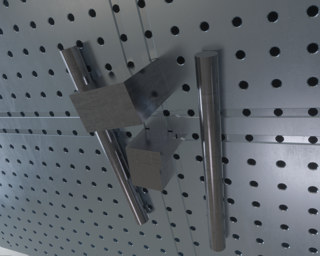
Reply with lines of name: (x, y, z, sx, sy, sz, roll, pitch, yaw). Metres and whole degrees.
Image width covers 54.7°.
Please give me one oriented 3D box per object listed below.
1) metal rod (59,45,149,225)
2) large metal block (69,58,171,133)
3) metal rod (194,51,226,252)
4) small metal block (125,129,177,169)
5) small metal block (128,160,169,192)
metal rod: (-0.076, 0.024, 0.465, 0.025, 0.025, 0.298, -5, 116, 30)
large metal block: (-0.046, -0.039, 0.375, 0.080, 0.080, 0.050, -8, 114, 31)
metal rod: (0.069, 0.050, 0.405, 0.025, 0.025, 0.298, 6, 121, 25)
small metal block: (-0.011, 0.027, 0.417, 0.050, 0.050, 0.025, 6, 121, 25)
small metal block: (-0.017, 0.062, 0.458, 0.050, 0.025, 0.050, 7, 122, 24)
